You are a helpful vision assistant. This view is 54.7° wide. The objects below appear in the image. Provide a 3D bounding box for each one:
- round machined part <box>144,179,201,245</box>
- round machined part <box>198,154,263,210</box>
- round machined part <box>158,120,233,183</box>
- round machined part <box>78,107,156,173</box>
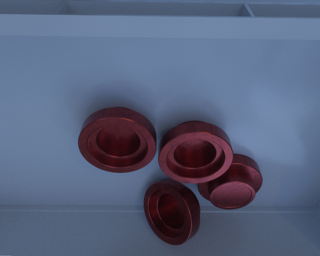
[{"bbox_3d":[0.023,0.126,0.482,0.042,0.098,0.097,-13,145,-45],"label":"round machined part"},{"bbox_3d":[0.107,0.088,0.474,0.099,0.042,0.097,0,130,0],"label":"round machined part"},{"bbox_3d":[0.047,0.028,0.422,0.099,0.042,0.097,0,130,0],"label":"round machined part"},{"bbox_3d":[-0.054,0.011,0.407,0.099,0.042,0.097,0,130,0],"label":"round machined part"}]
